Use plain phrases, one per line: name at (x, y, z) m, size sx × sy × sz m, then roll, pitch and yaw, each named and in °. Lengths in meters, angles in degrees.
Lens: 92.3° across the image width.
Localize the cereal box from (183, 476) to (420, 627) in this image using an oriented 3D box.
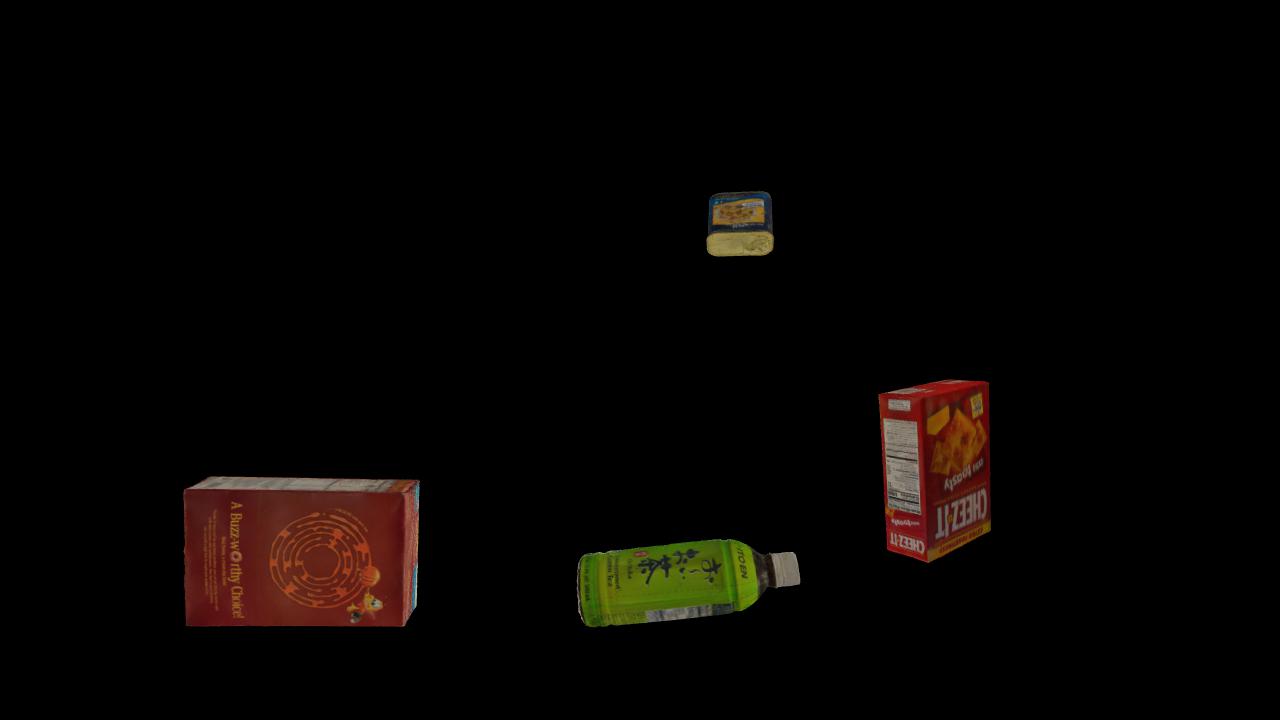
cereal box at (-0.485, 0.278, 0.899) m, size 0.306 × 0.203 × 0.081 m, roll 2°, pitch 5°, yaw -6°

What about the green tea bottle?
green tea bottle at (0.048, 0.215, 0.601) m, size 0.212 × 0.073 × 0.073 m, roll -6°, pitch 0°, yaw 3°

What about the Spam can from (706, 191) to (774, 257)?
Spam can at (0.155, -0.212, 0.953) m, size 0.101 × 0.085 × 0.058 m, roll 0°, pitch -28°, yaw 8°

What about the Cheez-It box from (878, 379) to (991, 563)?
Cheez-It box at (0.413, 0.146, 0.853) m, size 0.166 × 0.223 × 0.071 m, roll -7°, pitch 6°, yaw -33°
